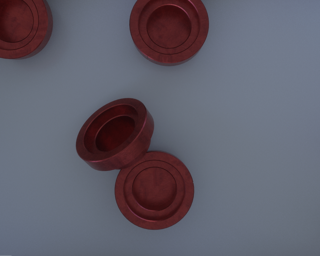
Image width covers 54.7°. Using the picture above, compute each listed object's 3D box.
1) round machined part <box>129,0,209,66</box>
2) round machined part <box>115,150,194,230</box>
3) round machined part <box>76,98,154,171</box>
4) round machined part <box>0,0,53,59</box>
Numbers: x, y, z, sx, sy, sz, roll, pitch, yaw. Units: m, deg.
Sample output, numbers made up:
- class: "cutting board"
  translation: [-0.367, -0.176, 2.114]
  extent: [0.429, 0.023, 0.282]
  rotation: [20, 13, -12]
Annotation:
- class: "round machined part"
  translation: [0.011, -0.129, 0.403]
  extent: [0.099, 0.042, 0.097]
  rotation: [0, 90, 0]
- class: "round machined part"
  translation: [-0.007, 0.077, 0.403]
  extent: [0.099, 0.042, 0.097]
  rotation: [0, 90, 0]
- class: "round machined part"
  translation: [-0.051, 0.012, 0.385]
  extent: [0.098, 0.098, 0.042]
  rotation: [-34, 131, 0]
- class: "round machined part"
  translation: [-0.186, -0.137, 0.396]
  extent: [0.099, 0.042, 0.097]
  rotation: [0, 100, -1]
